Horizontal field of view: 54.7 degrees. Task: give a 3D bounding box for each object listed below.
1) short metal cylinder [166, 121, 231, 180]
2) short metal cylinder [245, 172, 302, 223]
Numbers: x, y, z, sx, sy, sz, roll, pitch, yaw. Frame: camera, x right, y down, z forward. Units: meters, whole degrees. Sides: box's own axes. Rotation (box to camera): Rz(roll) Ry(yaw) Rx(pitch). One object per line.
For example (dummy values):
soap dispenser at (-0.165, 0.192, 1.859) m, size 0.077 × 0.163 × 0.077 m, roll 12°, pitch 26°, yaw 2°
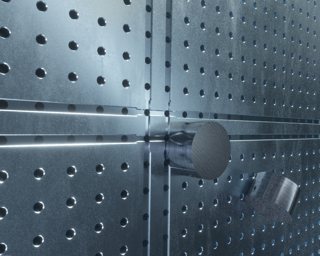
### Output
short metal cylinder at (0.055, 0.030, 0.438) m, size 0.081 × 0.050 × 0.079 m, roll 0°, pitch 90°, yaw -40°
short metal cylinder at (0.196, 0.120, 0.537) m, size 0.080 × 0.080 × 0.050 m, roll 49°, pitch 61°, yaw -29°
